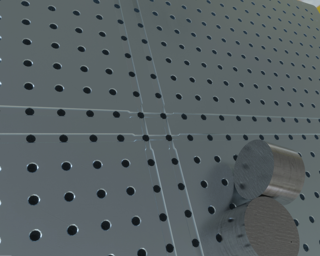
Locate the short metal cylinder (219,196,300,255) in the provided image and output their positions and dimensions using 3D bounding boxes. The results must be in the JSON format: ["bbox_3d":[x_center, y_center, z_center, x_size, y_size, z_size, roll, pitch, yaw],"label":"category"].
[{"bbox_3d":[0.121,0.130,0.380,0.081,0.050,0.080,14,56,-21],"label":"short metal cylinder"}]

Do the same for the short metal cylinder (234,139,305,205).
[{"bbox_3d":[0.144,0.060,0.416,0.050,0.080,0.080,16,55,-20],"label":"short metal cylinder"}]
